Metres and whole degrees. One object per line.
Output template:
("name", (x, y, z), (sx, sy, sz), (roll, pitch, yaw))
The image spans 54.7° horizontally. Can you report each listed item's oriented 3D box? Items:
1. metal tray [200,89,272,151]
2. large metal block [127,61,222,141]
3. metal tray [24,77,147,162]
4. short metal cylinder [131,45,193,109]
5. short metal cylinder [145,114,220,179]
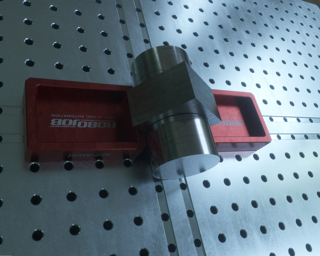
("metal tray", (0.096, -0.012, 0.464), (0.131, 0.030, 0.090), (1, 61, -28))
("large metal block", (0.019, -0.026, 0.380), (0.080, 0.080, 0.050), (30, 41, -54))
("metal tray", (-0.087, -0.009, 0.363), (0.131, 0.030, 0.090), (1, 61, -28))
("short metal cylinder", (0.005, -0.064, 0.414), (0.081, 0.080, 0.050), (1, 61, -28))
("short metal cylinder", (0.026, 0.024, 0.371), (0.081, 0.080, 0.050), (2, 61, -28))
